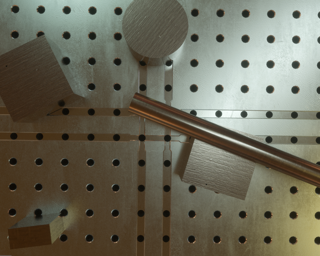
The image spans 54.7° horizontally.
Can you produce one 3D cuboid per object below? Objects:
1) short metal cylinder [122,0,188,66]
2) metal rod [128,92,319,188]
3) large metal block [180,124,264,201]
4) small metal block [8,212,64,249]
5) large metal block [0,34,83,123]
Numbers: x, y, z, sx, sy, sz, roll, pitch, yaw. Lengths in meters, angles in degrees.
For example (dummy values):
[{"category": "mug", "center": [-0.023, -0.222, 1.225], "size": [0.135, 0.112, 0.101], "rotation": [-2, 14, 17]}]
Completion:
[{"category": "short metal cylinder", "center": [-0.006, -0.125, 0.401], "size": [0.081, 0.050, 0.079], "rotation": [0, 90, -1]}, {"category": "metal rod", "center": [0.108, 0.025, 0.364], "size": [0.301, 0.025, 0.025], "rotation": [22, 90, -1]}, {"category": "large metal block", "center": [0.076, 0.039, 0.402], "size": [0.080, 0.050, 0.080], "rotation": [17, 90, -1]}, {"category": "small metal block", "center": [-0.157, 0.131, 0.399], "size": [0.050, 0.050, 0.025], "rotation": [-7, 90, 0]}, {"category": "large metal block", "center": [-0.158, -0.060, 0.399], "size": [0.080, 0.050, 0.080], "rotation": [-26, 90, -1]}]
